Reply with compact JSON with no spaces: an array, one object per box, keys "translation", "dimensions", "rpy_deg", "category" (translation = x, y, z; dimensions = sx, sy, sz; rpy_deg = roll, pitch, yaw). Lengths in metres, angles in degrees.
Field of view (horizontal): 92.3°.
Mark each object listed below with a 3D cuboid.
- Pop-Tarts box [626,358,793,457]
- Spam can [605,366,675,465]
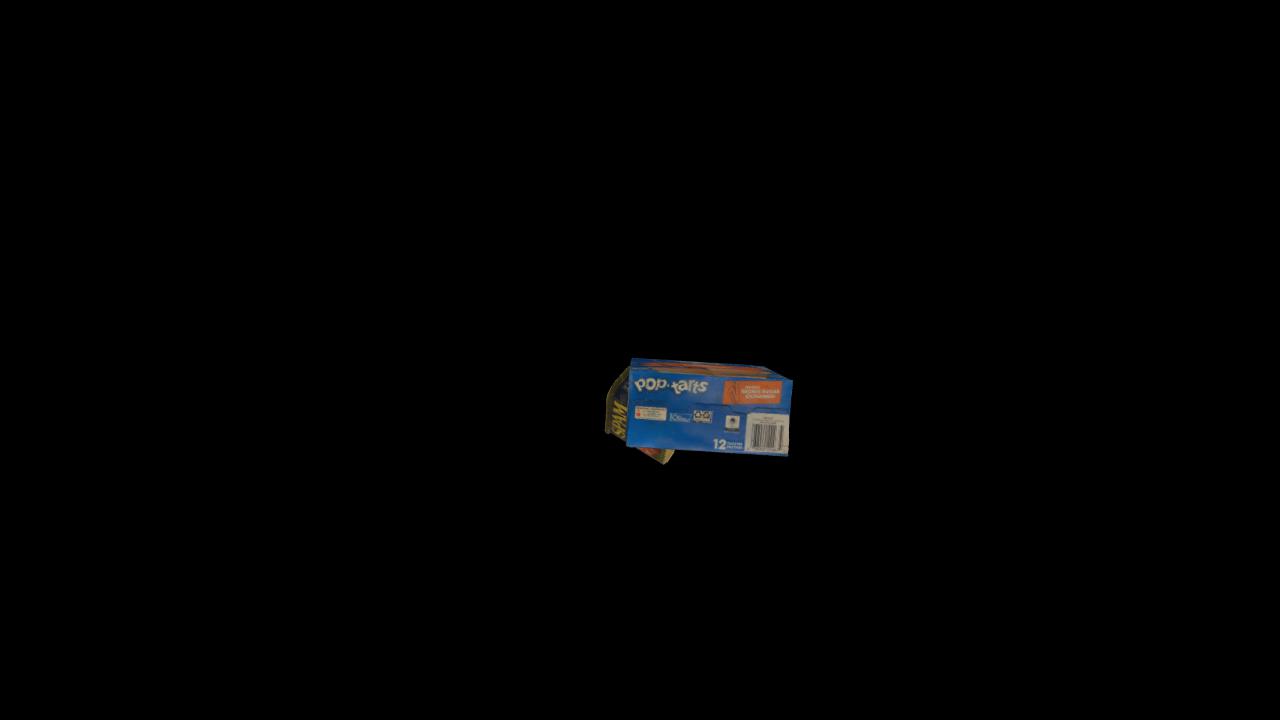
[{"translation":[0.069,0.047,0.683],"dimensions":[0.167,0.083,0.141],"rpy_deg":[4,5,0],"category":"Pop-Tarts box"},{"translation":[0.009,0.067,0.731],"dimensions":[0.085,0.058,0.101],"rpy_deg":[29,-35,17],"category":"Spam can"}]
